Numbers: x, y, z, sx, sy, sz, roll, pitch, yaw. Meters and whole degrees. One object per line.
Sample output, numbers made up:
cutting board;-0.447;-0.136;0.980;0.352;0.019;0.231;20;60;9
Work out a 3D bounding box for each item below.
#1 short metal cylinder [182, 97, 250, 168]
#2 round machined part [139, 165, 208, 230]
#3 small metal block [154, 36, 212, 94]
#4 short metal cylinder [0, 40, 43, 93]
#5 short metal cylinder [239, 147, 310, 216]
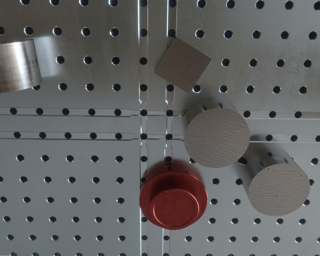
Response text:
short metal cylinder;0.070;0.005;0.402;0.081;0.050;0.079;0;110;0
round machined part;0.020;0.106;0.443;0.099;0.042;0.097;0;110;0
small metal block;0.028;-0.079;0.384;0.050;0.025;0.050;29;107;-11
short metal cylinder;-0.182;-0.073;0.356;0.080;0.080;0.050;-3;110;1
short metal cylinder;0.156;0.073;0.428;0.081;0.050;0.079;0;110;0
